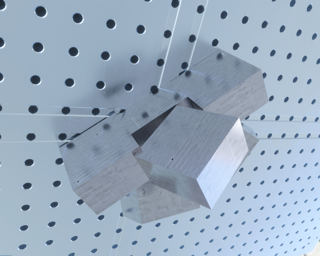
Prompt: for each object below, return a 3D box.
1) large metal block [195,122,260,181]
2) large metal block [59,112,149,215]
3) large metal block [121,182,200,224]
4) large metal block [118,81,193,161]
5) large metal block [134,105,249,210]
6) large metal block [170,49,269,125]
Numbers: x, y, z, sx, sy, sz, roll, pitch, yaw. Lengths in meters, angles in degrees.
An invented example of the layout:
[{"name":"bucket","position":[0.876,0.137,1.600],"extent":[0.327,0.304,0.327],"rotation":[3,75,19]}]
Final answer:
[{"name":"large metal block","position":[0.088,0.027,0.431],"extent":[0.050,0.080,0.080],"rotation":[33,103,4]},{"name":"large metal block","position":[-0.062,0.039,0.363],"extent":[0.080,0.080,0.050],"rotation":[-33,129,-7]},{"name":"large metal block","position":[-0.005,0.088,0.418],"extent":[0.081,0.080,0.050],"rotation":[-9,86,-24]},{"name":"large metal block","position":[0.004,0.001,0.399],"extent":[0.080,0.050,0.080],"rotation":[-34,129,-6]},{"name":"large metal block","position":[0.035,0.027,0.329],"extent":[0.080,0.080,0.050],"rotation":[-50,134,-26]},{"name":"large metal block","position":[0.072,-0.045,0.386],"extent":[0.080,0.080,0.050],"rotation":[-34,129,-6]}]
